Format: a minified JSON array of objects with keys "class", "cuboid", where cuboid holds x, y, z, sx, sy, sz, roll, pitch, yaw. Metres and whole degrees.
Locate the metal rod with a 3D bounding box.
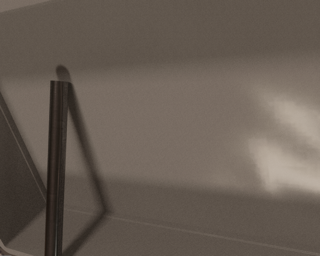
[{"class":"metal rod","cuboid":[-0.154,0.081,0.458,0.025,0.025,0.298,7,96,24]}]
